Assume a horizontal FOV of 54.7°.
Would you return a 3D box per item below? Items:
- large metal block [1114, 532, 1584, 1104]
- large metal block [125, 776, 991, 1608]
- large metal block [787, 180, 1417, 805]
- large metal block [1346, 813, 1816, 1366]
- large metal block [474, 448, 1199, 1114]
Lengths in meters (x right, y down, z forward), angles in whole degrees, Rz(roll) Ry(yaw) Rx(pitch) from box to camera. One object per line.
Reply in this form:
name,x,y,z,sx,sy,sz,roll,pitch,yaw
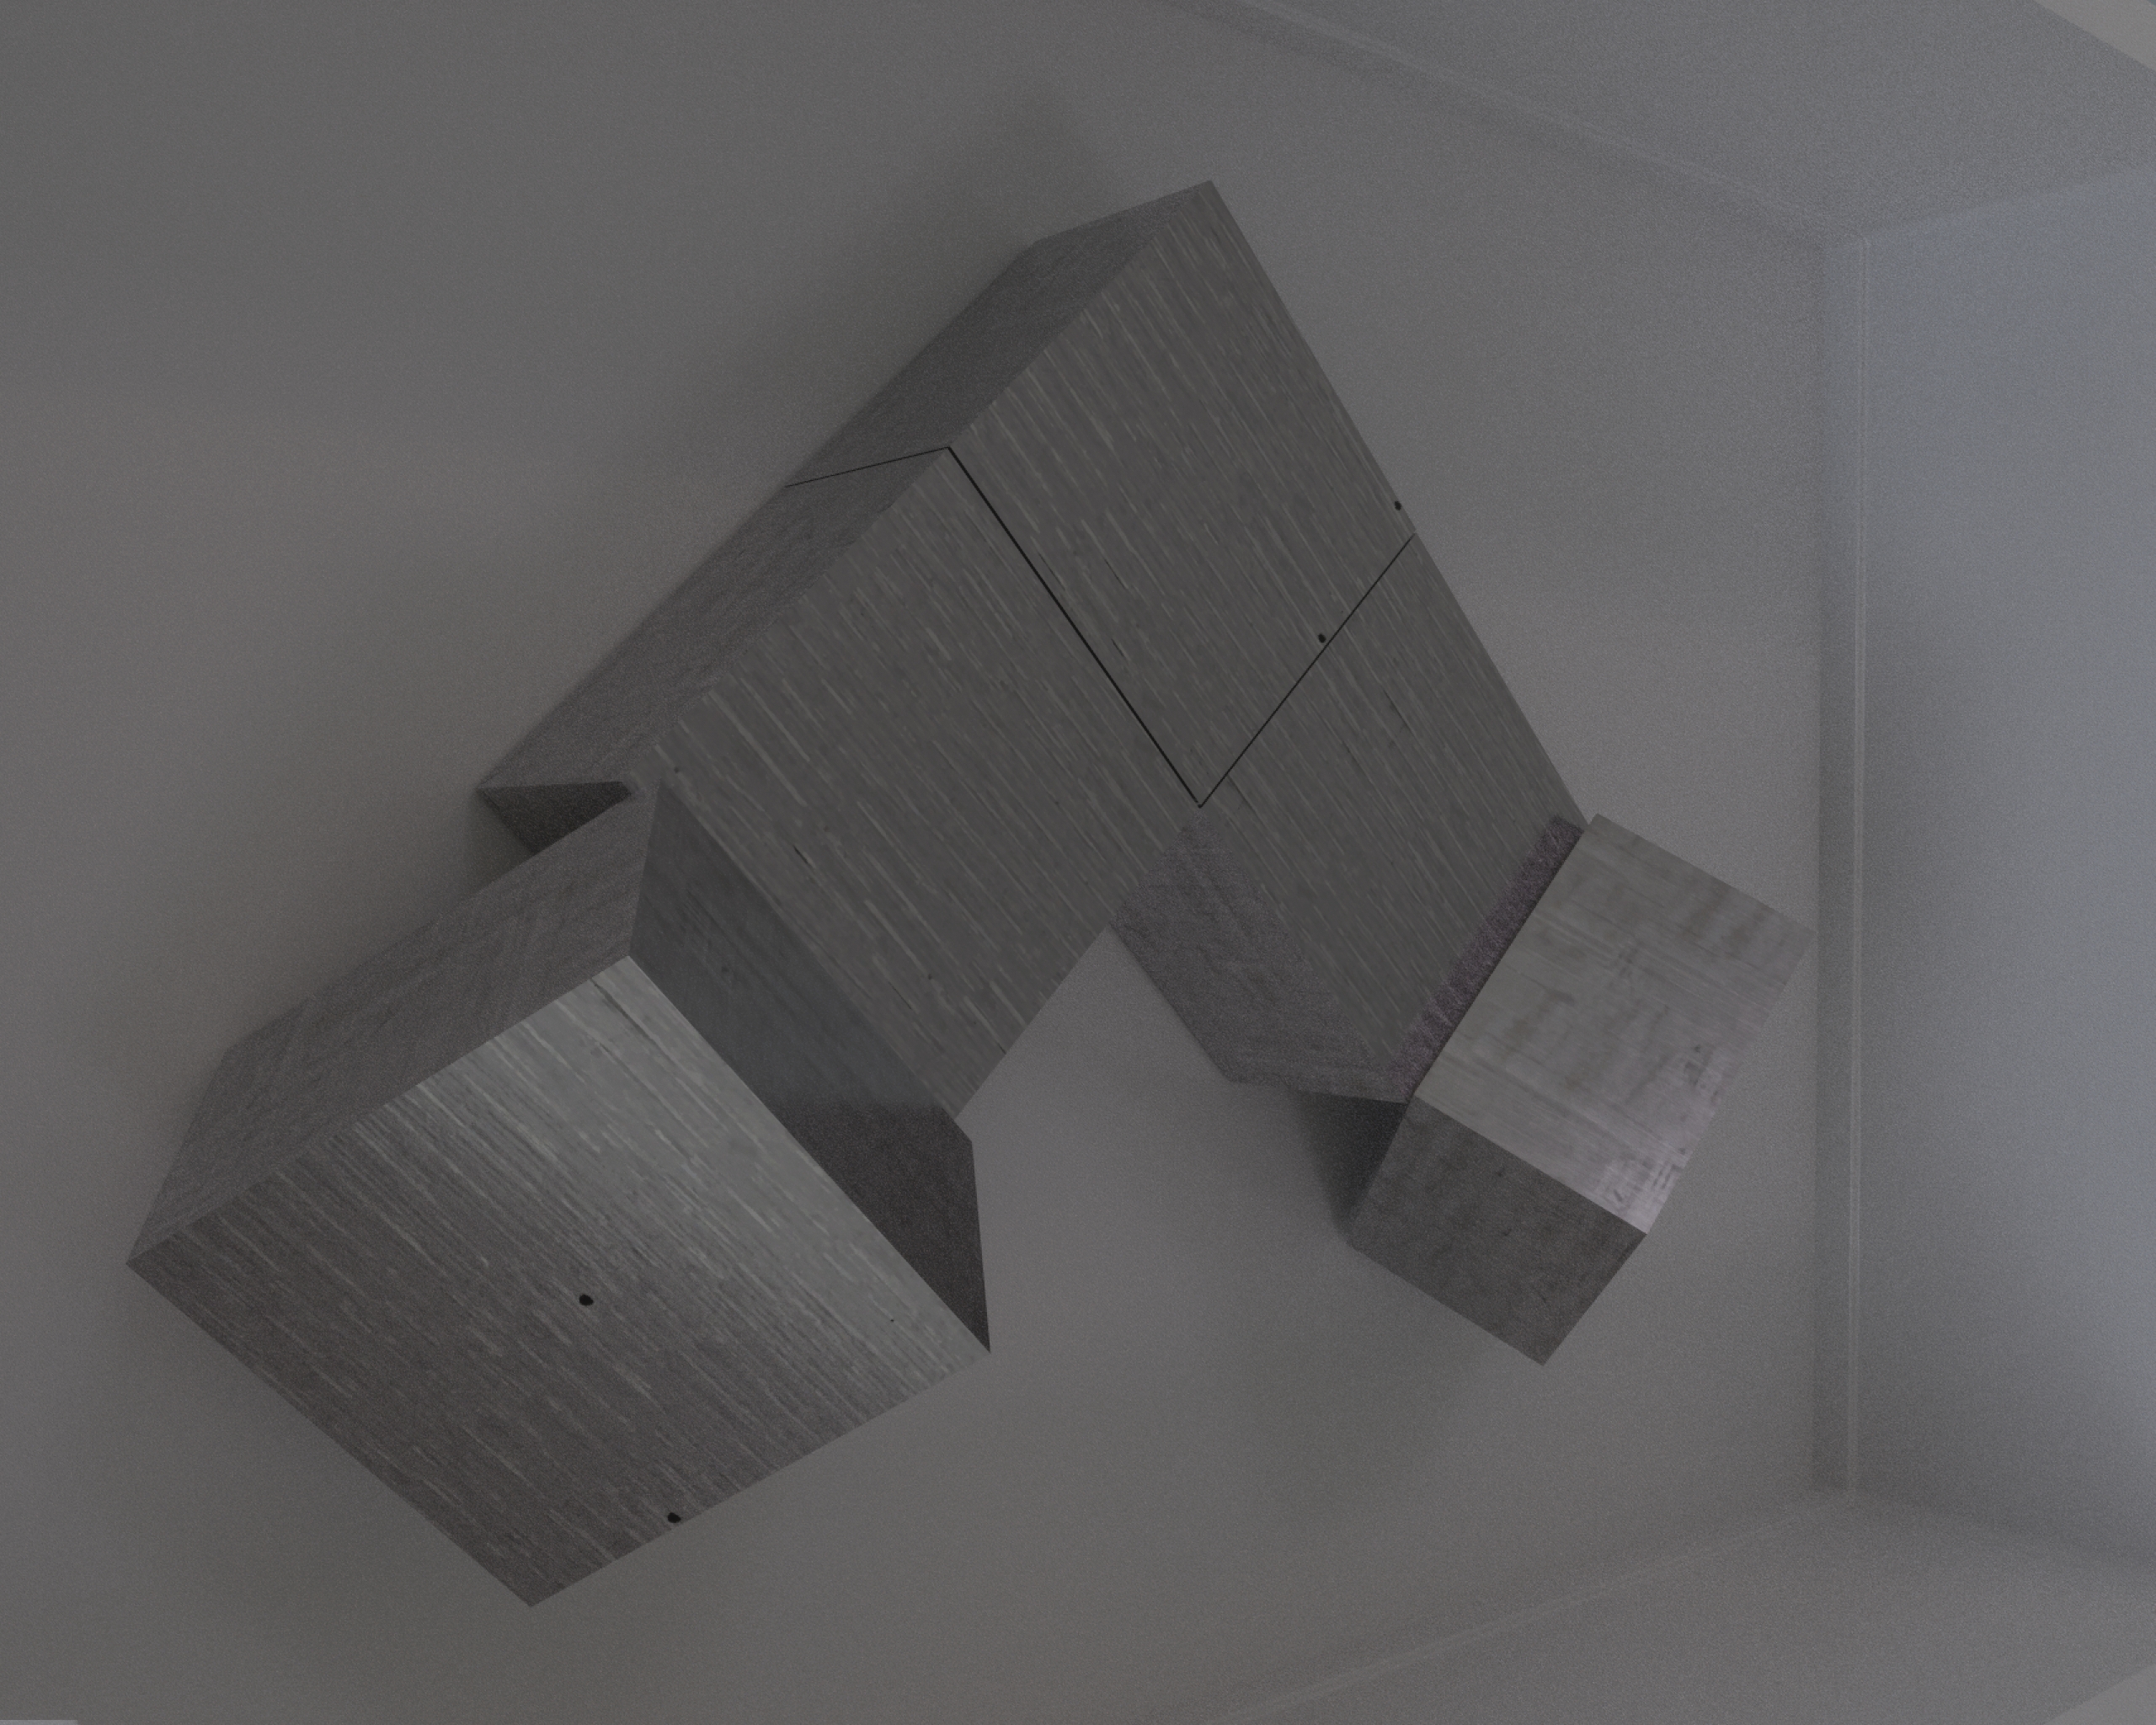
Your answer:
large metal block,0.050,-0.009,0.429,0.080,0.050,0.080,-51,120,-27
large metal block,-0.070,0.048,0.301,0.080,0.050,0.080,-31,117,10
large metal block,0.007,-0.067,0.393,0.080,0.050,0.080,-51,120,-27
large metal block,0.106,0.050,0.449,0.080,0.050,0.080,-51,164,-27
large metal block,-0.038,-0.011,0.356,0.080,0.050,0.080,-51,120,-27
